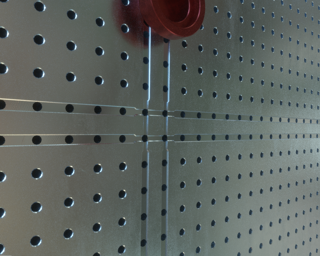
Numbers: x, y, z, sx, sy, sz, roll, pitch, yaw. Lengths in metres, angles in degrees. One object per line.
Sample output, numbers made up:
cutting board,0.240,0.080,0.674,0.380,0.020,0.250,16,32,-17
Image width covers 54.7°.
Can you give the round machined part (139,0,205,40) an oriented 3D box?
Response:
round machined part,0.011,-0.166,0.409,0.099,0.042,0.097,0,90,-40
